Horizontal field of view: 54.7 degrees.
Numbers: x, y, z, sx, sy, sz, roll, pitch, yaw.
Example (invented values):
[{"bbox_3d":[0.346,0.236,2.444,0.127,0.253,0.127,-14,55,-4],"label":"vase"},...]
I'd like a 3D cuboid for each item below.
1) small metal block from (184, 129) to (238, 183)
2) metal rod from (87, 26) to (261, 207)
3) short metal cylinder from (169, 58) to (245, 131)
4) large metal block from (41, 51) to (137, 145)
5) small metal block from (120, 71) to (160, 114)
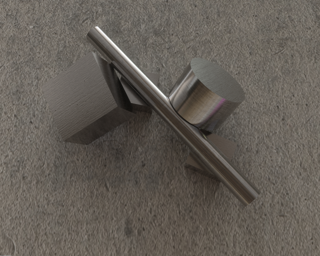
[{"bbox_3d":[0.065,0.035,0.398,0.050,0.025,0.050,23,71,8],"label":"small metal block"},{"bbox_3d":[0.007,-0.024,0.392,0.025,0.025,0.300,-39,75,-13],"label":"metal rod"},{"bbox_3d":[0.059,-0.043,0.391,0.080,0.050,0.080,23,37,-19],"label":"short metal cylinder"},{"bbox_3d":[-0.089,-0.035,0.390,0.080,0.050,0.080,-31,72,13],"label":"large metal block"},{"bbox_3d":[-0.030,-0.051,0.428,0.050,0.025,0.050,12,70,4],"label":"small metal block"}]
